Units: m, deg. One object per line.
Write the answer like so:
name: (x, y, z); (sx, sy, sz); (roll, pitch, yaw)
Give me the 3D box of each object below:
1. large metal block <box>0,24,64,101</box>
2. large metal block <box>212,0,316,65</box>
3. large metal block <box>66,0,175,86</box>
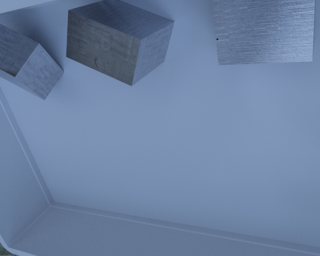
large metal block: (-0.189, -0.088, 0.412); (0.080, 0.050, 0.080); (27, 169, 11)
large metal block: (0.095, -0.104, 0.278); (0.080, 0.050, 0.079); (3, 120, 26)
large metal block: (-0.041, -0.097, 0.335); (0.080, 0.080, 0.050); (25, 127, 12)
